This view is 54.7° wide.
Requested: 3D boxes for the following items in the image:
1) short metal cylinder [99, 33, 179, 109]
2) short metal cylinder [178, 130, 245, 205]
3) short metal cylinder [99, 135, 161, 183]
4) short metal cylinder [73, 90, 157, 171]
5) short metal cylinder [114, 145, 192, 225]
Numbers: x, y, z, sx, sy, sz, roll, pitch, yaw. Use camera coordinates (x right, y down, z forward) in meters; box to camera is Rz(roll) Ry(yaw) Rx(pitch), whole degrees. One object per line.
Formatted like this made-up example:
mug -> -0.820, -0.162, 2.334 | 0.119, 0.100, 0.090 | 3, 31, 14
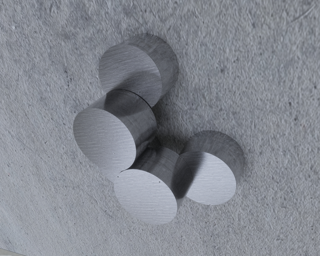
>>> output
short metal cylinder -> -0.024, -0.066, 0.365 | 0.080, 0.050, 0.079 | 13, 124, 21
short metal cylinder -> 0.061, 0.049, 0.390 | 0.080, 0.050, 0.079 | 13, 124, 21
short metal cylinder -> -0.043, 0.039, 0.439 | 0.080, 0.050, 0.079 | 13, 124, 21
short metal cylinder -> -0.051, 0.003, 0.355 | 0.080, 0.050, 0.079 | 13, 124, 21
short metal cylinder -> -0.007, 0.068, 0.372 | 0.080, 0.050, 0.079 | 13, 124, 20
